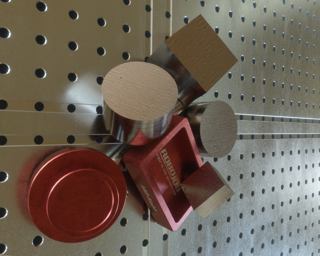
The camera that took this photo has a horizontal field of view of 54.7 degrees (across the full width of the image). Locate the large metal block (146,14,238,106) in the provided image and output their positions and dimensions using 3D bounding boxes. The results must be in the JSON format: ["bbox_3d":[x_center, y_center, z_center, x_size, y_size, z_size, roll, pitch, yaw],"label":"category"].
[{"bbox_3d":[0.044,-0.090,0.414,0.080,0.050,0.080,49,59,-6],"label":"large metal block"}]

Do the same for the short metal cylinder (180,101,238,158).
[{"bbox_3d":[0.067,0.002,0.448,0.081,0.050,0.079,0,90,-40],"label":"short metal cylinder"}]

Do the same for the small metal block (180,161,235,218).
[{"bbox_3d":[0.061,0.080,0.406,0.050,0.050,0.025,-42,124,8],"label":"small metal block"}]

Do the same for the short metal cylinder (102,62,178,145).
[{"bbox_3d":[-0.024,-0.028,0.346,0.081,0.050,0.080,5,57,-7],"label":"short metal cylinder"}]

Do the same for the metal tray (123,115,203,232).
[{"bbox_3d":[0.015,0.058,0.400,0.090,0.030,0.129,-45,130,-30],"label":"metal tray"}]

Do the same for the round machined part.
[{"bbox_3d":[-0.081,0.070,0.314,0.099,0.042,0.097,-3,97,-24],"label":"round machined part"}]

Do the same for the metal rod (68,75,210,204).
[{"bbox_3d":[0.000,-0.009,0.412,0.301,0.025,0.025,-45,117,-30],"label":"metal rod"}]
